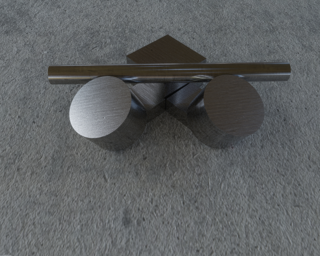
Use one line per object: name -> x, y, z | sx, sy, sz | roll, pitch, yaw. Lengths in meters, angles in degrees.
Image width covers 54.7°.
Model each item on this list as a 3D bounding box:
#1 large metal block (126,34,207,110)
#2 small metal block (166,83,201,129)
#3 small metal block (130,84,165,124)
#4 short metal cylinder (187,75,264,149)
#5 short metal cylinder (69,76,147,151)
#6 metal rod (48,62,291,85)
large metal block -> 0.009, -0.084, 0.457 | 0.080, 0.050, 0.080 | -35, 58, -26
small metal block -> 0.044, -0.031, 0.430 | 0.050, 0.025, 0.050 | -36, 59, -26
small metal block -> -0.028, -0.032, 0.431 | 0.050, 0.025, 0.050 | -35, 59, -27
short metal cylinder -> 0.081, -0.019, 0.387 | 0.081, 0.050, 0.080 | 7, 68, -16
short metal cylinder -> -0.063, -0.017, 0.383 | 0.080, 0.050, 0.080 | -7, 66, 17
metal rod -> 0.013, -0.070, 0.397 | 0.302, 0.025, 0.025 | -1, 50, -1
